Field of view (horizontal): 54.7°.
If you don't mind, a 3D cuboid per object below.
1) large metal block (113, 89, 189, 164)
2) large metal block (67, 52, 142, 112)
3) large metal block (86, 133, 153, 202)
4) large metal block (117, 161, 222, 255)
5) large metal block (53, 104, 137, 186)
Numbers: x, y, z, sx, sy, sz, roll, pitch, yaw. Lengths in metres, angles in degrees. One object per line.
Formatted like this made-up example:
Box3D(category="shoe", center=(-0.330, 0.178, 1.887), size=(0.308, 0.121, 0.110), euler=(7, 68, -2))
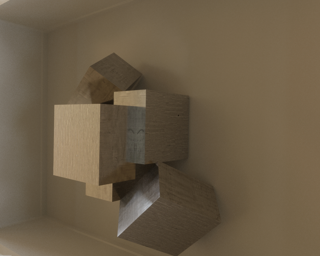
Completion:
Box3D(category="large metal block", center=(-0.009, -0.002, 0.375), size=(0.050, 0.081, 0.080), euler=(1, 91, 40))
Box3D(category="large metal block", center=(-0.077, -0.048, 0.423), size=(0.050, 0.080, 0.080), euler=(37, 118, -5))
Box3D(category="large metal block", center=(-0.049, 0.047, 0.410), size=(0.050, 0.081, 0.080), euler=(1, 91, 40))
Box3D(category="large metal block", center=(0.009, 0.094, 0.352), size=(0.080, 0.080, 0.050), euler=(-49, 26, 29))
Box3D(category="large metal block", center=(-0.073, 0.015, 0.344), size=(0.080, 0.050, 0.079), euler=(2, 92, 40))
